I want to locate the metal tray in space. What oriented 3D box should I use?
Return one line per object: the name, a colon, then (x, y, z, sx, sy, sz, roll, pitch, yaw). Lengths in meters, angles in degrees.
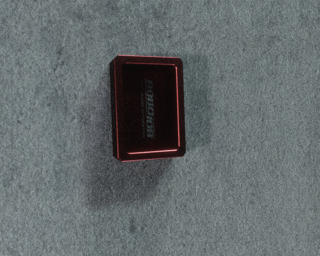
metal tray: (-0.015, -0.025, 0.401, 0.091, 0.030, 0.129, -2, 91, -21)
